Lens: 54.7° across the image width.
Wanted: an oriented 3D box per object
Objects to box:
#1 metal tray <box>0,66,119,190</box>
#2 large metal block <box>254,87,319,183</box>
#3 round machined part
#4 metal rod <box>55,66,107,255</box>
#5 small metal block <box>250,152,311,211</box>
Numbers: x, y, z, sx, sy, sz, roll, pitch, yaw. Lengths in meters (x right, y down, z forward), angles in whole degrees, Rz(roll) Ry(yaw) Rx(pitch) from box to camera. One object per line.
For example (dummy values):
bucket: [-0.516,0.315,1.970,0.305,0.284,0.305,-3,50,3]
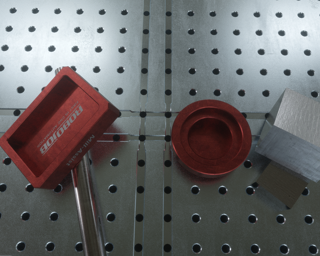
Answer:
metal tray: [-0.125,-0.001,0.382,0.090,0.030,0.130,41,90,23]
large metal block: [0.175,0.006,0.383,0.080,0.050,0.080,28,48,9]
round machined part: [0.063,0.016,0.398,0.099,0.042,0.098,0,70,-1]
metal rod: [-0.099,0.056,0.390,0.025,0.025,0.299,-13,71,-5]
small metal block: [0.152,0.067,0.389,0.050,0.025,0.050,39,74,12]
